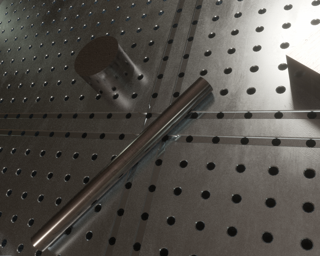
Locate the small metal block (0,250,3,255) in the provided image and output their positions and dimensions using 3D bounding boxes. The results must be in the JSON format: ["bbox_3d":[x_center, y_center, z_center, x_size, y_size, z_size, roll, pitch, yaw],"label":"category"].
[{"bbox_3d":[-0.252,0.180,0.427,0.050,0.025,0.050,-49,52,-7],"label":"small metal block"}]

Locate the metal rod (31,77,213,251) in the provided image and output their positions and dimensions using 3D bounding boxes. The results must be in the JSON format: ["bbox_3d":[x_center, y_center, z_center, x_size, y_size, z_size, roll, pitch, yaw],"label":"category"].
[{"bbox_3d":[-0.047,0.045,0.403,0.300,0.025,0.025,-44,51,-3],"label":"metal rod"}]

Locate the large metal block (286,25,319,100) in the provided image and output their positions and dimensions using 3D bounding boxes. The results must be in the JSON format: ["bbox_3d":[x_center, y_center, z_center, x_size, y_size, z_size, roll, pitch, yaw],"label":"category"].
[{"bbox_3d":[0.198,-0.071,0.332,0.080,0.050,0.080,-41,51,0],"label":"large metal block"}]

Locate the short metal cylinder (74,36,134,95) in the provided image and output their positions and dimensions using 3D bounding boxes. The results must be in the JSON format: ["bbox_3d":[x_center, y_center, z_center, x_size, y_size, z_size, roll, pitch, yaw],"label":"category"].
[{"bbox_3d":[-0.089,-0.101,0.499,0.080,0.050,0.080,-13,56,20],"label":"short metal cylinder"}]
